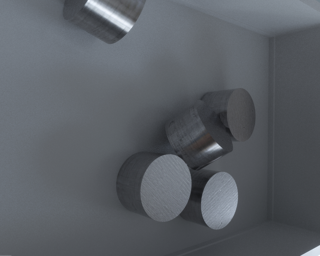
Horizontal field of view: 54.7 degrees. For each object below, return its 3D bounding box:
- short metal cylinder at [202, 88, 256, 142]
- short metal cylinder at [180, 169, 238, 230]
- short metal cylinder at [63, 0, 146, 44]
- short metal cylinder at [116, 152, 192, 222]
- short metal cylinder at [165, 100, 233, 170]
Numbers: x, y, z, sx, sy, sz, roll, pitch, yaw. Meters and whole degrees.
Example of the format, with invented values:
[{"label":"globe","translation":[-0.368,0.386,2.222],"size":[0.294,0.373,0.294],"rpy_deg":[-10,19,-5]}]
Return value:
[{"label":"short metal cylinder","translation":[0.104,-0.019,0.476],"size":[0.081,0.050,0.080],"rpy_deg":[2,87,-45]},{"label":"short metal cylinder","translation":[0.068,0.101,0.451],"size":[0.081,0.050,0.079],"rpy_deg":[0,90,-40]},{"label":"short metal cylinder","translation":[-0.058,-0.136,0.323],"size":[0.050,0.080,0.080],"rpy_deg":[24,75,-38]},{"label":"short metal cylinder","translation":[-0.007,0.071,0.387],"size":[0.081,0.050,0.079],"rpy_deg":[0,90,-40]},{"label":"short metal cylinder","translation":[0.052,0.009,0.412],"size":[0.080,0.050,0.080],"rpy_deg":[42,28,-27]}]
